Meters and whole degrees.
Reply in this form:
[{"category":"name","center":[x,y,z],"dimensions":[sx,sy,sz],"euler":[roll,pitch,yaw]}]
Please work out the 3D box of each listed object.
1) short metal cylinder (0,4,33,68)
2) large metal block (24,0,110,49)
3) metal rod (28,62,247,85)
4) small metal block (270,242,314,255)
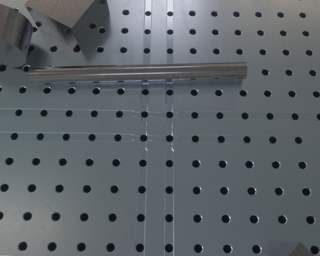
[{"category":"short metal cylinder","center":[-0.222,-0.125,0.427],"dimensions":[0.081,0.080,0.050],"euler":[3,70,1]},{"category":"large metal block","center":[-0.135,-0.178,0.463],"dimensions":[0.080,0.050,0.080],"euler":[28,72,10]},{"category":"metal rod","center":[-0.030,-0.078,0.439],"dimensions":[0.302,0.025,0.025],"euler":[-2,70,-1]},{"category":"small metal block","center":[0.157,0.155,0.343],"dimensions":[0.025,0.050,0.050],"euler":[-39,75,-13]}]
